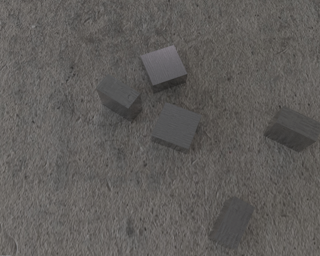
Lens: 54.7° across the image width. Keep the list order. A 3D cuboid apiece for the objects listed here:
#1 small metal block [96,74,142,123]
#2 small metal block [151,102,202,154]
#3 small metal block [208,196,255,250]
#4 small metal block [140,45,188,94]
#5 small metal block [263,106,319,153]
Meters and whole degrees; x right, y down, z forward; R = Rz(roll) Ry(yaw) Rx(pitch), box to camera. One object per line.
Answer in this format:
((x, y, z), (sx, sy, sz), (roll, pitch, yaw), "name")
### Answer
((-0.052, -0.038, 0.408), (0.050, 0.050, 0.025), (32, 73, 11), "small metal block")
((0.022, 0.000, 0.408), (0.050, 0.025, 0.050), (20, 71, 7), "small metal block")
((0.081, 0.109, 0.355), (0.025, 0.050, 0.050), (28, 73, 10), "small metal block")
((0.005, -0.083, 0.438), (0.050, 0.025, 0.050), (-20, 71, -7), "small metal block")
((0.168, 0.003, 0.395), (0.050, 0.050, 0.025), (27, 73, 9), "small metal block")
